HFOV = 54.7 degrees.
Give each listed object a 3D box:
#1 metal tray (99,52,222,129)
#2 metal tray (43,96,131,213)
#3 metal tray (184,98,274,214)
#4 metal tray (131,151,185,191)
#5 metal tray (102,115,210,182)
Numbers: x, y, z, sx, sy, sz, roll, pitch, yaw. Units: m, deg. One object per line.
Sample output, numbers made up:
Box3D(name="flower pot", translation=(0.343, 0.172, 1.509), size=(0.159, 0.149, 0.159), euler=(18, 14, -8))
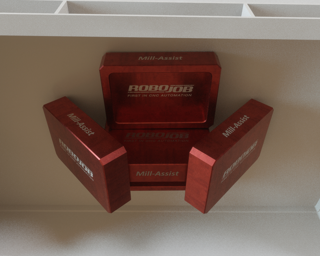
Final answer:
Box3D(name="metal tray", translation=(0.001, -0.042, 0.367), size=(0.131, 0.030, 0.089), euler=(-1, 131, -1))
Box3D(name="metal tray", translation=(-0.088, 0.030, 0.371), size=(0.030, 0.130, 0.089), euler=(-30, 139, -31))
Box3D(name="metal tray", translation=(0.084, 0.031, 0.374), size=(0.030, 0.131, 0.089), euler=(31, 138, 30))
Box3D(name="metal tray", translation=(-0.003, 0.050, 0.444), size=(0.131, 0.030, 0.089), euler=(0, 130, -1))
Box3D(name="metal tray", translation=(-0.004, 0.022, 0.383), size=(0.131, 0.090, 0.030), euler=(0, 130, -1))
